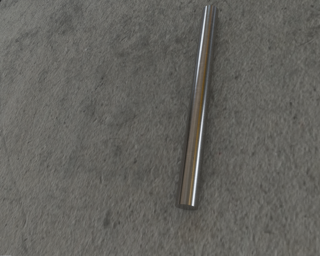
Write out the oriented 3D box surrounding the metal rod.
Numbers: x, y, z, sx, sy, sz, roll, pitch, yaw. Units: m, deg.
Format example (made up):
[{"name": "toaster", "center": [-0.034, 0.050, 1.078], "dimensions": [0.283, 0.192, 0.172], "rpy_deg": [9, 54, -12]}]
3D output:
[{"name": "metal rod", "center": [0.053, -0.045, 0.403], "dimensions": [0.025, 0.025, 0.299], "rpy_deg": [-4, 60, 26]}]
